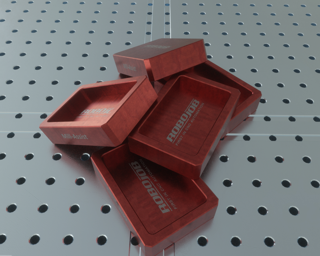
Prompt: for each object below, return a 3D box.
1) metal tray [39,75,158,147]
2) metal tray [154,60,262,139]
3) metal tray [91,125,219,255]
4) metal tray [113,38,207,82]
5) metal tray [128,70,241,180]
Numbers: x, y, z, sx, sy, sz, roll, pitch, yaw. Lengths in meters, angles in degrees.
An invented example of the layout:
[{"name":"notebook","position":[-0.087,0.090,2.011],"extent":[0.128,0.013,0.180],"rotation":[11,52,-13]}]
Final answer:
[{"name":"metal tray","position":[-0.077,-0.021,0.381],"extent":[0.130,0.030,0.090],"rotation":[0,42,40]},{"name":"metal tray","position":[0.066,-0.052,0.448],"extent":[0.091,0.030,0.130],"rotation":[-36,59,-27]},{"name":"metal tray","position":[-0.009,0.063,0.351],"extent":[0.091,0.030,0.130],"rotation":[-26,55,-21]},{"name":"metal tray","position":[-0.004,-0.103,0.452],"extent":[0.091,0.030,0.130],"rotation":[-24,24,-20]},{"name":"metal tray","position":[0.032,-0.011,0.375],"extent":[0.090,0.030,0.130],"rotation":[23,53,17]}]
